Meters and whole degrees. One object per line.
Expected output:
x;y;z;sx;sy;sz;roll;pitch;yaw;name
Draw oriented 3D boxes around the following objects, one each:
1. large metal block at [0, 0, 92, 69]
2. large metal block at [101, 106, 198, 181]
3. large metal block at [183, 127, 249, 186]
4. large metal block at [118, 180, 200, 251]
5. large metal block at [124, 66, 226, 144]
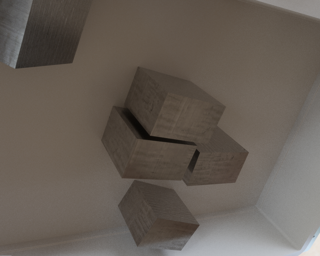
-0.101;-0.098;0.250;0.050;0.080;0.079;27;109;7;large metal block
-0.016;0.019;0.377;0.081;0.080;0.050;9;114;-33;large metal block
0.059;0.033;0.428;0.081;0.080;0.050;2;117;-30;large metal block
-0.003;0.127;0.452;0.080;0.080;0.050;22;106;-37;large metal block
0.015;-0.027;0.366;0.081;0.080;0.050;10;114;-33;large metal block
